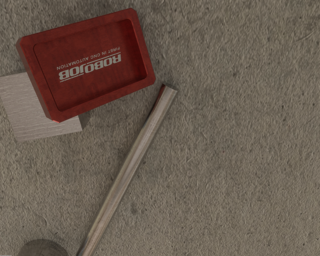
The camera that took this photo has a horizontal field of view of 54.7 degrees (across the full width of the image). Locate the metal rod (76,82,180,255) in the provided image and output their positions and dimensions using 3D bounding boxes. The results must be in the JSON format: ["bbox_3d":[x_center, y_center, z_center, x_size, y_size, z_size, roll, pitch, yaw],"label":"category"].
[{"bbox_3d":[-0.052,0.073,0.436,0.025,0.025,0.298,25,108,-9],"label":"metal rod"}]

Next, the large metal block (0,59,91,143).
[{"bbox_3d":[-0.140,-0.035,0.382,0.080,0.050,0.079,-10,110,3],"label":"large metal block"}]

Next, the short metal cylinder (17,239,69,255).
[{"bbox_3d":[-0.186,0.220,0.475,0.081,0.050,0.079,0,110,-1],"label":"short metal cylinder"}]

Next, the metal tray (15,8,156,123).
[{"bbox_3d":[-0.076,-0.072,0.344,0.131,0.030,0.089,-27,112,-26],"label":"metal tray"}]
